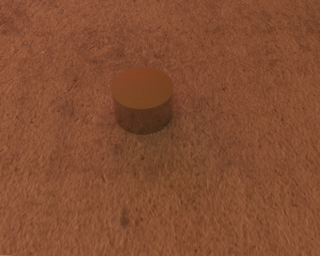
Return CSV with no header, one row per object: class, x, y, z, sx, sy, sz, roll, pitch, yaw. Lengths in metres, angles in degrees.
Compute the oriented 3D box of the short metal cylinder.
short metal cylinder,-0.023,-0.038,0.418,0.081,0.050,0.080,0,50,0
